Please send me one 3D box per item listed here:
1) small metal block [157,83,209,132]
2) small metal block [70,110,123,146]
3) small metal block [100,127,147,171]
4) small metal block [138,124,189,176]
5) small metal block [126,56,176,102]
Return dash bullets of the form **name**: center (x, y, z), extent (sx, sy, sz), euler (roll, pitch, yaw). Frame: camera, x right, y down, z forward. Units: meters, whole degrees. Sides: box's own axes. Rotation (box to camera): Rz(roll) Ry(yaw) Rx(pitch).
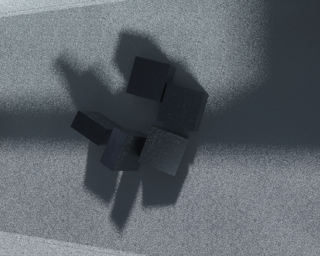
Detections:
- **small metal block**: center (0.030, -0.026, 0.400), extent (0.050, 0.025, 0.050), euler (18, 96, 19)
- **small metal block**: center (-0.085, 0.000, 0.427), extent (0.050, 0.050, 0.025), euler (32, 101, 17)
- **small metal block**: center (-0.045, 0.029, 0.410), extent (0.025, 0.050, 0.050), euler (29, 100, 34)
- **small metal block**: center (0.005, 0.028, 0.402), extent (0.050, 0.025, 0.050), euler (21, 97, 1)
- **small metal block**: center (-0.012, -0.064, 0.415), extent (0.050, 0.025, 0.050), euler (18, 96, 19)
